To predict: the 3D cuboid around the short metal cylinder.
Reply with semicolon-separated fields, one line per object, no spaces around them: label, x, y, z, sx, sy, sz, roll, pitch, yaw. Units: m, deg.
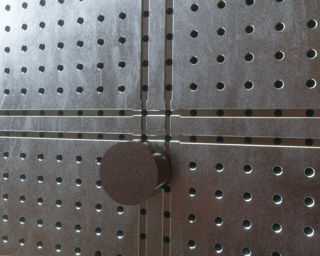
short metal cylinder;-0.032;0.057;0.410;0.080;0.050;0.079;0;90;19
